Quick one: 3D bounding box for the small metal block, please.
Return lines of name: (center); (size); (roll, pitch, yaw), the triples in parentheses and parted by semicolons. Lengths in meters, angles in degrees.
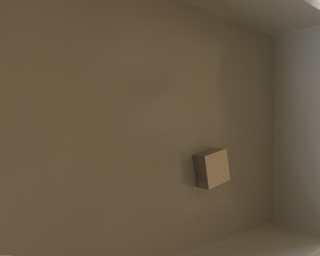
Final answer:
small metal block: (0.078, 0.060, 0.471); (0.050, 0.025, 0.050); (-14, 99, -39)
